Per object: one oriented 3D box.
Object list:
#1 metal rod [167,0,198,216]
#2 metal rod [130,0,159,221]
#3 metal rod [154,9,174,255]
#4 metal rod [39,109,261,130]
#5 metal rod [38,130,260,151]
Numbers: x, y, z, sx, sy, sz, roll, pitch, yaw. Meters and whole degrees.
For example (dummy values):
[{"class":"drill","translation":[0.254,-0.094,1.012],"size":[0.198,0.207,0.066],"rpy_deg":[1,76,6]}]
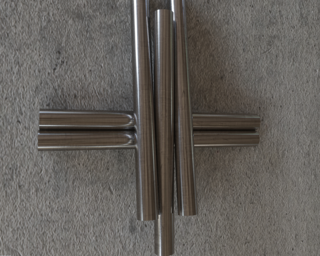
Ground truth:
[{"class":"metal rod","translation":[0.028,-0.042,0.399],"size":[0.025,0.025,0.298],"rpy_deg":[0,82,-20]},{"class":"metal rod","translation":[-0.021,-0.042,0.381],"size":[0.025,0.025,0.298],"rpy_deg":[0,82,-20]},{"class":"metal rod","translation":[0.005,0.006,0.386],"size":[0.025,0.025,0.298],"rpy_deg":[0,90,-20]},{"class":"metal rod","translation":[0.002,-0.010,0.413],"size":[0.303,0.025,0.025],"rpy_deg":[0,90,-21]},{"class":"metal rod","translation":[0.000,0.015,0.412],"size":[0.303,0.025,0.025],"rpy_deg":[0,90,-21]}]
